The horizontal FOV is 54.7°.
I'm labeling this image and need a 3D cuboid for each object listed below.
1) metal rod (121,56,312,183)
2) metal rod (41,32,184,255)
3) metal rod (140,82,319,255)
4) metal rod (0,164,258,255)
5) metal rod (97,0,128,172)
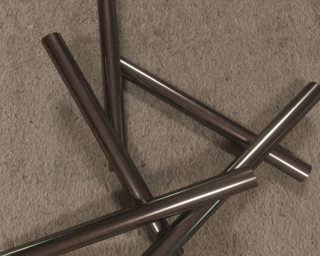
[{"bbox_3d":[0.057,-0.019,0.415,0.301,0.025,0.025,31,73,10],"label":"metal rod"},{"bbox_3d":[-0.058,0.019,0.367,0.025,0.025,0.299,-29,85,-10],"label":"metal rod"},{"bbox_3d":[0.095,0.047,0.363,0.301,0.025,0.025,-42,76,-15],"label":"metal rod"},{"bbox_3d":[-0.043,0.102,0.337,0.301,0.025,0.025,-21,71,5],"label":"metal rod"},{"bbox_3d":[-0.066,-0.092,0.415,0.025,0.025,0.298,-5,80,-2],"label":"metal rod"}]
